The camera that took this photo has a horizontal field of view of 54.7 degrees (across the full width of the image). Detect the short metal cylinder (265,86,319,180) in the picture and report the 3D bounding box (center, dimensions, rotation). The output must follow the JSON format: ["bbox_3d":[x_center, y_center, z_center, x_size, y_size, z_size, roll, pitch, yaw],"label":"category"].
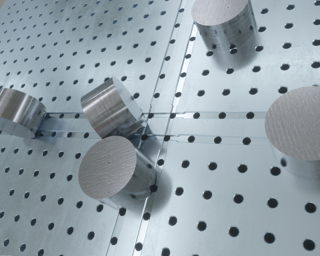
[{"bbox_3d":[0.151,0.005,0.310,0.080,0.050,0.080,-13,56,21],"label":"short metal cylinder"}]

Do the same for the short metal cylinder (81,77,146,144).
[{"bbox_3d":[-0.061,-0.022,0.419,0.050,0.080,0.080,-32,52,8],"label":"short metal cylinder"}]

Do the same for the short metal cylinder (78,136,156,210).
[{"bbox_3d":[-0.053,0.056,0.385,0.080,0.050,0.080,-13,56,21],"label":"short metal cylinder"}]

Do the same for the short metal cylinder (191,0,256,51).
[{"bbox_3d":[0.091,-0.158,0.441,0.080,0.050,0.080,-13,56,21],"label":"short metal cylinder"}]

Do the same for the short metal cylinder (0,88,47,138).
[{"bbox_3d":[-0.237,-0.023,0.511,0.080,0.080,0.050,1,62,29],"label":"short metal cylinder"}]
